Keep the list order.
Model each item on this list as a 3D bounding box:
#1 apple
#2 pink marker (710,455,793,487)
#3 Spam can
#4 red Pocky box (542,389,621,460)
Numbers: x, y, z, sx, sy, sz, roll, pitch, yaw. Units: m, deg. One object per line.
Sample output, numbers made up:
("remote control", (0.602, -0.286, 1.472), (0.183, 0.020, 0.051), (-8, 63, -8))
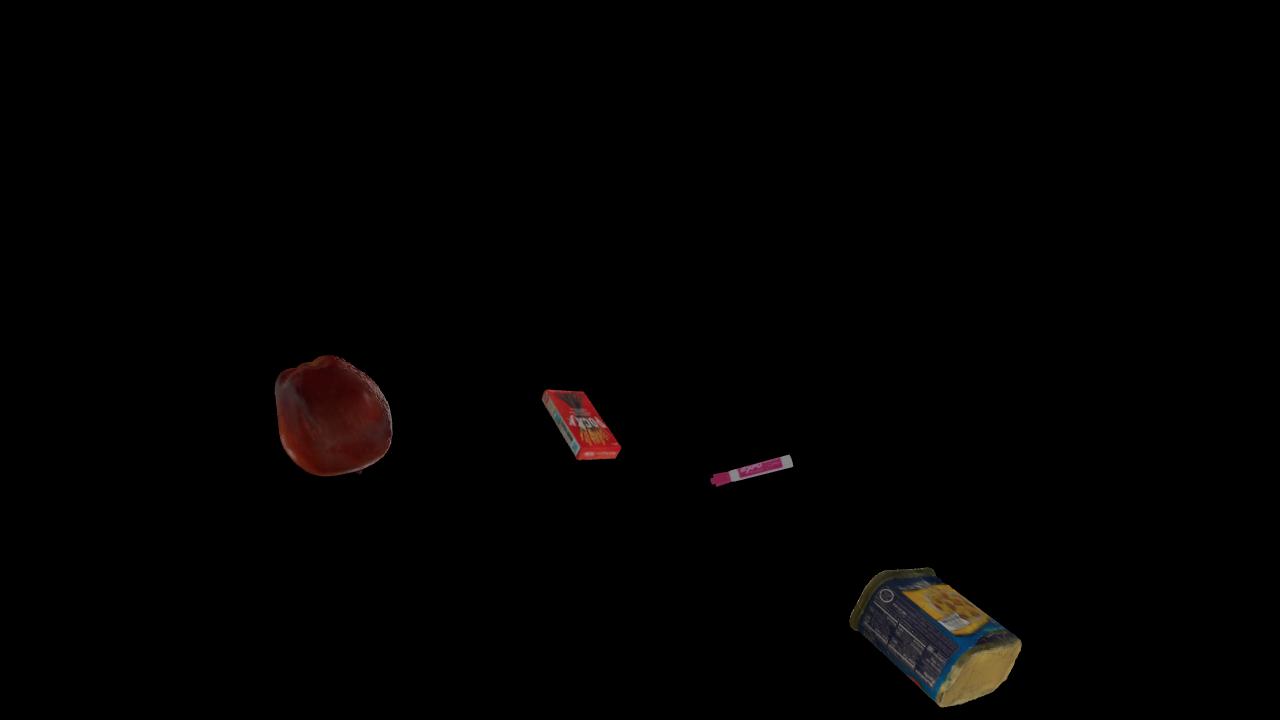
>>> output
("apple", (-0.228, 0.044, 0.463), (0.079, 0.093, 0.079), (-16, 16, 5))
("pink marker", (0.162, 0.162, 0.898), (0.121, 0.020, 0.020), (-15, 0, 2))
("Spam can", (0.233, 0.214, 0.484), (0.101, 0.058, 0.085), (10, 16, -36))
("red Pocky box", (-0.101, 0.108, 1.050), (0.083, 0.028, 0.155), (6, 33, -40))
